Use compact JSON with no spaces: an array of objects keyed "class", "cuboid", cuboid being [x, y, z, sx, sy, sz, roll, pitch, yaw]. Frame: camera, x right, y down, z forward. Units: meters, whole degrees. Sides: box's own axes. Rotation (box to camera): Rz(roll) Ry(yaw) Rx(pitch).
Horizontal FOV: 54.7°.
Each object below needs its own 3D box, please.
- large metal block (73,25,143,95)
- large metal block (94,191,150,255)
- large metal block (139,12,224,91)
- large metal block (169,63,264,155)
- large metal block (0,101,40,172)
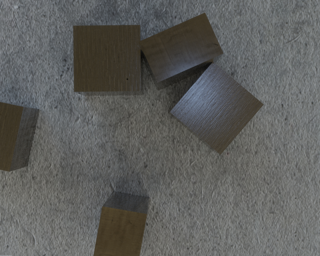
[{"class":"large metal block","cuboid":[-0.063,-0.084,0.397,0.081,0.050,0.080,-1,90,0]},{"class":"large metal block","cuboid":[-0.046,0.130,0.382,0.050,0.080,0.080,10,90,0]},{"class":"large metal block","cuboid":[0.023,-0.089,0.382,0.080,0.080,0.050,-24,90,0]},{"class":"large metal block","cuboid":[0.068,-0.024,0.398,0.080,0.050,0.080,40,90,0]},{"class":"large metal block","cuboid":[-0.211,0.005,0.396,0.080,0.050,0.080,12,90,0]}]
